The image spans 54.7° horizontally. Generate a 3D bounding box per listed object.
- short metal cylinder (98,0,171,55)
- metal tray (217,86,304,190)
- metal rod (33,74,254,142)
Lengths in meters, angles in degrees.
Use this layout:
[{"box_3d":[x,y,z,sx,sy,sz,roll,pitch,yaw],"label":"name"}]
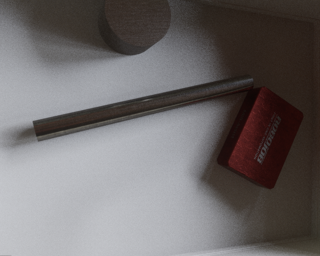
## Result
[{"box_3d":[-0.033,-0.136,0.386,0.081,0.050,0.079,0,90,-20],"label":"short metal cylinder"},{"box_3d":[0.153,0.015,0.466,0.090,0.030,0.130,30,80,-18],"label":"metal tray"},{"box_3d":[-0.006,-0.032,0.409,0.302,0.025,0.025,-15,95,-20],"label":"metal rod"}]
